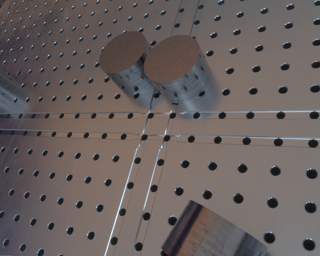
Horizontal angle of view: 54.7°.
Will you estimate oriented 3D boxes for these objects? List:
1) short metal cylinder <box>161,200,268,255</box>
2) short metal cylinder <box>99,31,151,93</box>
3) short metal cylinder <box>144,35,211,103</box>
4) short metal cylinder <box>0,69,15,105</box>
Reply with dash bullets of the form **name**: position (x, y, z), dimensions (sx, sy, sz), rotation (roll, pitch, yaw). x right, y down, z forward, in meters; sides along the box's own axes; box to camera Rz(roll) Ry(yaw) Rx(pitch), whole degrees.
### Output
- **short metal cylinder**: position (0.048, 0.109, 0.281), dimensions (0.080, 0.080, 0.050), rotation (24, 75, 36)
- **short metal cylinder**: position (-0.046, -0.102, 0.479), dimensions (0.080, 0.050, 0.080), rotation (-13, 56, 21)
- **short metal cylinder**: position (0.025, -0.081, 0.429), dimensions (0.080, 0.050, 0.080), rotation (-13, 56, 21)
- **short metal cylinder**: position (-0.344, -0.085, 0.626), dimensions (0.080, 0.050, 0.080), rotation (-13, 56, 21)
